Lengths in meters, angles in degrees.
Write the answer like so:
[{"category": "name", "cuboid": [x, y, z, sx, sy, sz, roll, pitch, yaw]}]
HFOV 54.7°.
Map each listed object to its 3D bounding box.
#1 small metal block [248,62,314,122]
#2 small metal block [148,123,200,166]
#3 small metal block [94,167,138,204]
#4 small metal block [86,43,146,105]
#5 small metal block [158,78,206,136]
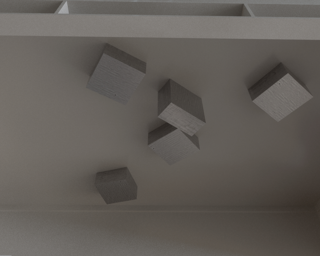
[{"category": "small metal block", "cuboid": [0.145, -0.042, 0.374, 0.050, 0.025, 0.050, 33, 123, -25]}, {"category": "small metal block", "cuboid": [0.019, 0.019, 0.425, 0.050, 0.025, 0.050, -31, 124, 23]}, {"category": "small metal block", "cuboid": [-0.068, 0.091, 0.486, 0.050, 0.025, 0.050, -12, 129, 10]}, {"category": "small metal block", "cuboid": [-0.050, -0.061, 0.357, 0.050, 0.025, 0.050, 24, 126, -19]}, {"category": "small metal block", "cuboid": [0.025, -0.025, 0.371, 0.050, 0.050, 0.025, 29, 124, -23]}]
